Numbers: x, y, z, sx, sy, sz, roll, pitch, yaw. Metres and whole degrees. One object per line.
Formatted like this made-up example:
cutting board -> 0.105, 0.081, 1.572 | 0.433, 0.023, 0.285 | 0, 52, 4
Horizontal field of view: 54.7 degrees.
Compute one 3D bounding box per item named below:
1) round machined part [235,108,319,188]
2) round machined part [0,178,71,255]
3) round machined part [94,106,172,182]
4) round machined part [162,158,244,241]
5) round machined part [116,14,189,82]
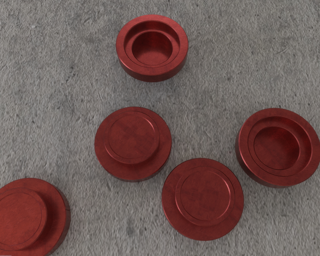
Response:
round machined part -> 0.144, 0.027, 0.390 | 0.099, 0.042, 0.098 | 0, 70, 0
round machined part -> -0.158, 0.106, 0.359 | 0.099, 0.042, 0.098 | 0, 70, 0
round machined part -> -0.034, 0.017, 0.393 | 0.099, 0.042, 0.098 | 0, 70, 0
round machined part -> 0.051, 0.083, 0.369 | 0.099, 0.042, 0.098 | 0, 70, 0
round machined part -> -0.010, -0.107, 0.438 | 0.099, 0.042, 0.098 | 0, 70, 0
